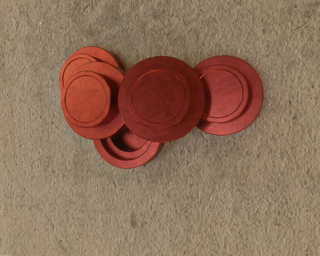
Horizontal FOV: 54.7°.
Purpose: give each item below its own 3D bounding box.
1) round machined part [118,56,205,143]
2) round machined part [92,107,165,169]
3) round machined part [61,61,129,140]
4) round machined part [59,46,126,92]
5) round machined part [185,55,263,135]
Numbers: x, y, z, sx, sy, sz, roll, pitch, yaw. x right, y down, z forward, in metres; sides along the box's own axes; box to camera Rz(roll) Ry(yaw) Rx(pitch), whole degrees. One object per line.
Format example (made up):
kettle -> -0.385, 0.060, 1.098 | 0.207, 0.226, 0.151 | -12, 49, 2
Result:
round machined part -> 0.001, -0.033, 0.345 | 0.099, 0.042, 0.097 | 0, 89, 6
round machined part -> -0.037, 0.003, 0.413 | 0.098, 0.042, 0.097 | 0, 90, 19
round machined part -> -0.081, -0.034, 0.384 | 0.098, 0.042, 0.097 | 0, 90, 19
round machined part -> -0.100, -0.066, 0.434 | 0.098, 0.042, 0.097 | 0, 90, 19
round machined part -> 0.073, -0.040, 0.374 | 0.098, 0.042, 0.097 | 0, 90, 19
